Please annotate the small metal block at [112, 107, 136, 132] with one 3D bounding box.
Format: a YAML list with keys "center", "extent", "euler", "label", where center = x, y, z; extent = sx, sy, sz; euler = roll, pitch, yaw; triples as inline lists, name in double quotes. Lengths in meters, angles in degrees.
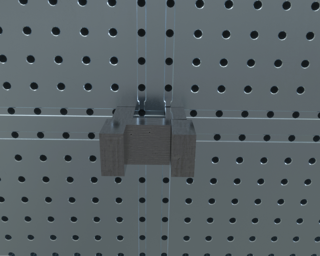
- center: [-0.046, 0.004, 0.400]
  extent: [0.025, 0.050, 0.050]
  euler: [1, 110, -1]
  label: "small metal block"

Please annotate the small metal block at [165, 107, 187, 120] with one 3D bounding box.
- center: [0.020, 0.004, 0.401]
  extent: [0.025, 0.050, 0.050]
  euler: [-1, 110, 0]
  label: "small metal block"

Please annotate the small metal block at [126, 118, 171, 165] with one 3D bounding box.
- center: [-0.013, 0.016, 0.366]
  extent: [0.050, 0.025, 0.050]
  euler: [1, 110, -1]
  label: "small metal block"

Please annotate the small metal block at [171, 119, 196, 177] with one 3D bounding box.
- center: [0.025, 0.022, 0.354]
  extent: [0.025, 0.050, 0.050]
  euler: [1, 110, 0]
  label: "small metal block"

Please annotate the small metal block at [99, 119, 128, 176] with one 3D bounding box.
- center: [-0.051, 0.021, 0.353]
  extent: [0.025, 0.050, 0.050]
  euler: [1, 110, 0]
  label: "small metal block"
